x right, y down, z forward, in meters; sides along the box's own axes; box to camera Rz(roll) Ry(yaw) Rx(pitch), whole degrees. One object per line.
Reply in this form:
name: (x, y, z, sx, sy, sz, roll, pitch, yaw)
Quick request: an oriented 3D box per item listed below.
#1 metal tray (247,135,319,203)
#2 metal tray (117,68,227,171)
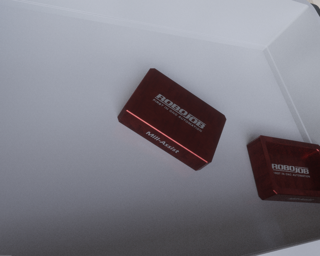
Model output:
metal tray: (0.201, 0.064, 0.470, 0.131, 0.030, 0.090, 9, 58, -24)
metal tray: (0.020, -0.013, 0.421, 0.130, 0.030, 0.090, 33, 51, -7)
